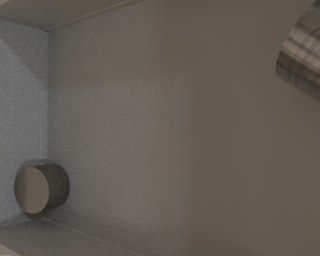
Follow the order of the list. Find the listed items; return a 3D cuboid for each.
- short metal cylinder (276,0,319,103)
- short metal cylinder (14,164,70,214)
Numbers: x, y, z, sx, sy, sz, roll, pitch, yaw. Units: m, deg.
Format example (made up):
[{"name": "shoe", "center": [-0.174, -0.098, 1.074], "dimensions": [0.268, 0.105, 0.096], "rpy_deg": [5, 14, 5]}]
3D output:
[{"name": "short metal cylinder", "center": [0.143, -0.062, 0.253], "dimensions": [0.050, 0.081, 0.080], "rpy_deg": [44, 117, 31]}, {"name": "short metal cylinder", "center": [-0.210, 0.106, 0.552], "dimensions": [0.080, 0.050, 0.080], "rpy_deg": [0, 90, 25]}]
